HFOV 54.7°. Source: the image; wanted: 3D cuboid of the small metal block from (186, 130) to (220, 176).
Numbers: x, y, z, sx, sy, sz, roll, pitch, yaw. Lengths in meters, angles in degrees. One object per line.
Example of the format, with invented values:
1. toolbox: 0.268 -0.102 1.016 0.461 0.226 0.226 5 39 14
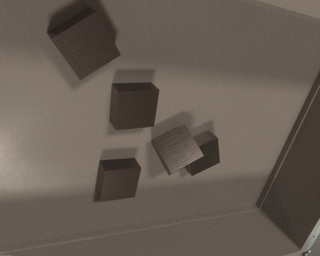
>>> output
1. small metal block: 0.061 0.037 0.467 0.050 0.025 0.050 -23 127 -15

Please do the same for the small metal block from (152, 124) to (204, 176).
1. small metal block: 0.023 0.030 0.423 0.050 0.050 0.025 -27 169 -12

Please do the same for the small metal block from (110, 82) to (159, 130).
1. small metal block: -0.032 -0.027 0.376 0.050 0.025 0.050 -6 121 -26

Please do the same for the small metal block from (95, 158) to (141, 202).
1. small metal block: -0.058 0.070 0.422 0.050 0.025 0.050 -1 119 -28

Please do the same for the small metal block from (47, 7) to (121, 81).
1. small metal block: -0.076 -0.085 0.315 0.050 0.025 0.050 -34 129 -6
